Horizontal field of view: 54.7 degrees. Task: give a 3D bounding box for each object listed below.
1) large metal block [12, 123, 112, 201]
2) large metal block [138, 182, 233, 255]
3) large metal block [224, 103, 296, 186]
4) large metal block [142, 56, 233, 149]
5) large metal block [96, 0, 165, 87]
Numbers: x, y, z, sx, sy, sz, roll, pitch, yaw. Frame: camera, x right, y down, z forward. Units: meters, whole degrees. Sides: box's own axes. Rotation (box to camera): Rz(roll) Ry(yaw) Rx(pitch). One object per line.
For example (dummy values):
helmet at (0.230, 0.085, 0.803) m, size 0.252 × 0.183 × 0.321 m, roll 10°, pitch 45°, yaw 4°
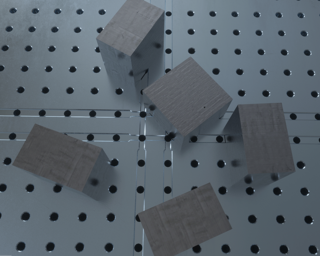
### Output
large metal block at (-0.109, 0.043, 0.365) m, size 0.080 × 0.080 × 0.050 m, roll 19°, pitch 71°, yaw 6°
large metal block at (0.024, 0.106, 0.344) m, size 0.080 × 0.080 × 0.050 m, roll -22°, pitch 72°, yaw -8°
large metal block at (0.115, 0.023, 0.376) m, size 0.050 × 0.080 × 0.080 m, roll -3°, pitch 70°, yaw -1°
large metal block at (0.034, -0.033, 0.411) m, size 0.080 × 0.050 × 0.080 m, roll -37°, pitch 75°, yaw -13°
large metal block at (-0.036, -0.117, 0.425) m, size 0.050 × 0.080 × 0.080 m, roll 30°, pitch 73°, yaw 10°
